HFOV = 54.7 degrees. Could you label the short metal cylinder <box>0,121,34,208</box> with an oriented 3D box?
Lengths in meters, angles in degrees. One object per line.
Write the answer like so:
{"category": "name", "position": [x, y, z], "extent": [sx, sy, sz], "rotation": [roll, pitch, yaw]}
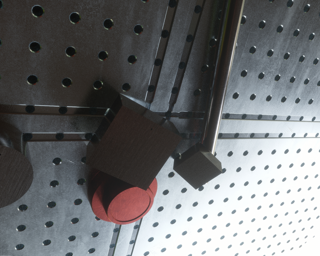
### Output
{"category": "short metal cylinder", "position": [-0.178, 0.038, 0.322], "extent": [0.081, 0.050, 0.079], "rotation": [-14, 125, -21]}

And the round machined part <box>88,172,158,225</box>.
{"category": "round machined part", "position": [-0.048, 0.096, 0.435], "extent": [0.099, 0.042, 0.097], "rotation": [-14, 125, -21]}

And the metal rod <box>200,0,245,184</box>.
{"category": "metal rod", "position": [0.078, -0.045, 0.427], "extent": [0.025, 0.025, 0.298], "rotation": [-9, 123, -24]}

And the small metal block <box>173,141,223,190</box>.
{"category": "small metal block", "position": [0.056, 0.056, 0.457], "extent": [0.050, 0.025, 0.050], "rotation": [-39, 109, 24]}

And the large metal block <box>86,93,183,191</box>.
{"category": "large metal block", "position": [-0.033, 0.017, 0.375], "extent": [0.080, 0.050, 0.080], "rotation": [29, 103, -21]}
